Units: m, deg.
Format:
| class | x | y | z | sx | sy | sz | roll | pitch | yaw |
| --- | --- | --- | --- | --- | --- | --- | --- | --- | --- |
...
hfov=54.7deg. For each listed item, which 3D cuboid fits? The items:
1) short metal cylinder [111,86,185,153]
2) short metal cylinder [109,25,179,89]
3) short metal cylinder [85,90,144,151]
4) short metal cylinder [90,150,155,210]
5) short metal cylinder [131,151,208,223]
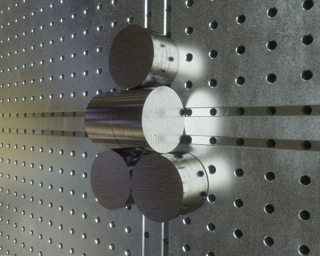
| class | x | y | z | sx | sy | sz | roll | pitch | yaw |
| --- | --- | --- | --- | --- | --- | --- | --- | --- | --- |
| short metal cylinder | -0.013 | -0.010 | 0.383 | 0.050 | 0.081 | 0.079 | 1 | 91 | 40 |
| short metal cylinder | -0.022 | -0.090 | 0.409 | 0.080 | 0.050 | 0.079 | 0 | 90 | 39 |
| short metal cylinder | -0.052 | -0.010 | 0.415 | 0.050 | 0.081 | 0.079 | 1 | 91 | 40 |
| short metal cylinder | -0.051 | 0.069 | 0.432 | 0.080 | 0.050 | 0.079 | 0 | 90 | 39 |
| short metal cylinder | 0.011 | 0.070 | 0.381 | 0.080 | 0.050 | 0.079 | 0 | 90 | 39 |
